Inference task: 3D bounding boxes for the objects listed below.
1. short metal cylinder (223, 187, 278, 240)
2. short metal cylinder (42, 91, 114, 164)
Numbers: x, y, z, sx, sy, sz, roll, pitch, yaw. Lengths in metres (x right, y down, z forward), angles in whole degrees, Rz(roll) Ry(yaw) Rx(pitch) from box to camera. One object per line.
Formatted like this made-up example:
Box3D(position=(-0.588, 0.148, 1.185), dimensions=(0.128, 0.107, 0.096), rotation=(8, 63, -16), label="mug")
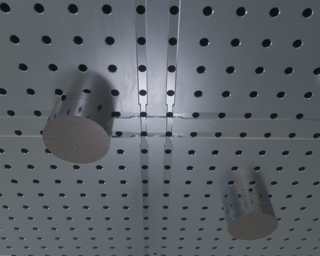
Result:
Box3D(position=(0.150, 0.144, 0.520), dimensions=(0.081, 0.050, 0.079), rotation=(0, 130, 0), label="short metal cylinder")
Box3D(position=(-0.101, 0.000, 0.394), dimensions=(0.081, 0.050, 0.079), rotation=(0, 130, 0), label="short metal cylinder")
